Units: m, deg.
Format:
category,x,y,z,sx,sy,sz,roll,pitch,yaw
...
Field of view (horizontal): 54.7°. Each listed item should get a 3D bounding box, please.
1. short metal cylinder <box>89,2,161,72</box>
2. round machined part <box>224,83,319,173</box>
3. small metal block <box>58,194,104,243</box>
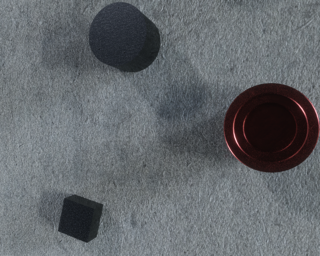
category,x,y,z,sx,sy,sz,roll,pitch,yaw
short metal cylinder,-0.046,-0.118,0.411,0.080,0.050,0.079,0,90,19
round machined part,0.126,0.000,0.356,0.098,0.042,0.097,0,90,19
small metal block,-0.115,0.130,0.448,0.050,0.025,0.050,14,95,19
